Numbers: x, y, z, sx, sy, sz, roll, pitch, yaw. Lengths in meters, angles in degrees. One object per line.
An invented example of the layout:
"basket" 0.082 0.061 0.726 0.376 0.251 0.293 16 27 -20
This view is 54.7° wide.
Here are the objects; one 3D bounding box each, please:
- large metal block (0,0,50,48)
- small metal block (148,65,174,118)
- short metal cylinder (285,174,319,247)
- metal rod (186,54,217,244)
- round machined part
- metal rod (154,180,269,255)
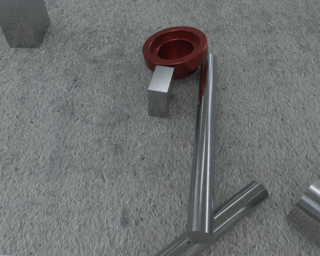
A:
"large metal block" -0.232 -0.193 0.527 0.050 0.080 0.080 1 50 0
"small metal block" 0.002 -0.050 0.429 0.025 0.050 0.050 10 51 7
"short metal cylinder" 0.170 0.076 0.306 0.080 0.080 0.050 -36 59 -27
"metal rod" 0.057 -0.004 0.389 0.025 0.025 0.300 7 45 5
"round machined part" 0.025 -0.112 0.479 0.098 0.042 0.098 -7 48 8
"metal rod" -0.010 0.138 0.287 0.302 0.025 0.025 -30 56 -23
